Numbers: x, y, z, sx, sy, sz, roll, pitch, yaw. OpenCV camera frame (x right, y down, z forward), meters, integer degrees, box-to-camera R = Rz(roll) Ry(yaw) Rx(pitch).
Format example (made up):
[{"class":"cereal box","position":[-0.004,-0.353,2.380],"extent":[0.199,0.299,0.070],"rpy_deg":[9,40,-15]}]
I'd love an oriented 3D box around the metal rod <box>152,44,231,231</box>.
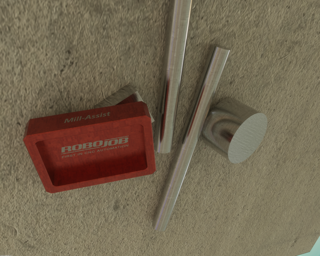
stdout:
[{"class":"metal rod","position":[0.038,0.029,0.447],"extent":[0.025,0.025,0.298],"rpy_deg":[2,118,-30]}]

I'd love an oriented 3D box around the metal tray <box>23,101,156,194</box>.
[{"class":"metal tray","position":[-0.074,0.023,0.354],"extent":[0.131,0.030,0.089],"rpy_deg":[-10,129,-7]}]

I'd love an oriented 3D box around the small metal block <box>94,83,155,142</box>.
[{"class":"small metal block","position":[-0.042,-0.018,0.374],"extent":[0.050,0.025,0.050],"rpy_deg":[-34,129,-6]}]

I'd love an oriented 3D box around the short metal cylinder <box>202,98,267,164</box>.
[{"class":"short metal cylinder","position":[0.107,0.004,0.443],"extent":[0.081,0.050,0.079],"rpy_deg":[-24,132,-30]}]

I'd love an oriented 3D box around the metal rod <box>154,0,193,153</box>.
[{"class":"metal rod","position":[0.019,-0.101,0.355],"extent":[0.025,0.025,0.298],"rpy_deg":[-8,122,-25]}]
